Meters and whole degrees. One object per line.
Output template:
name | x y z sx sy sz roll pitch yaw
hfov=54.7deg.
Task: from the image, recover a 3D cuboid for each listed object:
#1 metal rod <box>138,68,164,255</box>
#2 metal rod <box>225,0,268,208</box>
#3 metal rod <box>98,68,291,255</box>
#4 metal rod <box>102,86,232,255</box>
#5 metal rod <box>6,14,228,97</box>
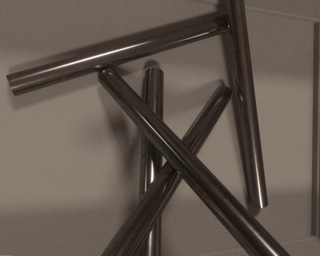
metal rod | -0.010 0.060 0.342 0.025 0.025 0.299 12 60 -20
metal rod | 0.125 -0.029 0.443 0.025 0.025 0.298 -13 100 -20
metal rod | 0.021 0.030 0.314 0.025 0.025 0.300 -32 58 -18
metal rod | 0.024 0.035 0.346 0.025 0.025 0.301 51 46 -13
metal rod | -0.035 -0.100 0.398 0.302 0.025 0.025 -21 98 -19
